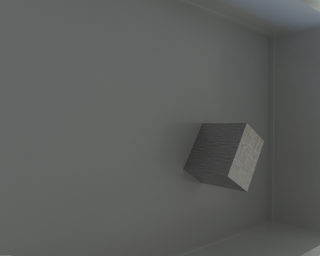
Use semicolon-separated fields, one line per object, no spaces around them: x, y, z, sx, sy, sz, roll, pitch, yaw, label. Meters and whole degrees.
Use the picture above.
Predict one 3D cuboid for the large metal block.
0.092;0.040;0.451;0.050;0.080;0.080;39;66;-34;large metal block
